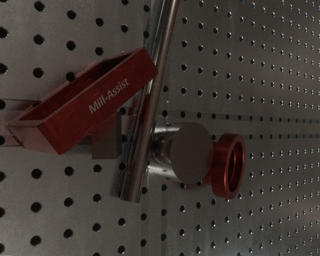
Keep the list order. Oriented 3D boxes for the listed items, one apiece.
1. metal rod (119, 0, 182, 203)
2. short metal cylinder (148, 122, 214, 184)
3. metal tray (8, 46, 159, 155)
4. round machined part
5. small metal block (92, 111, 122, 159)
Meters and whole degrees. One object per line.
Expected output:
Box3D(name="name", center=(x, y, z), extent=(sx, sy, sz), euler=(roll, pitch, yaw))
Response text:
Box3D(name="metal rod", center=(-0.007, -0.055, 0.404), extent=(0.025, 0.025, 0.299), euler=(19, 78, -39))
Box3D(name="short metal cylinder", center=(0.027, 0.032, 0.418), extent=(0.081, 0.050, 0.079), euler=(0, 90, -40))
Box3D(name="metal tray", center=(-0.074, -0.029, 0.306), extent=(0.131, 0.090, 0.030), euler=(-45, 118, -31))
Box3D(name="round machined part", center=(0.094, 0.055, 0.467), extent=(0.099, 0.042, 0.097), euler=(-18, 111, -58))
Box3D(name="small metal block", center=(-0.058, 0.007, 0.343), extent=(0.025, 0.050, 0.050), euler=(-1, 91, 0))
